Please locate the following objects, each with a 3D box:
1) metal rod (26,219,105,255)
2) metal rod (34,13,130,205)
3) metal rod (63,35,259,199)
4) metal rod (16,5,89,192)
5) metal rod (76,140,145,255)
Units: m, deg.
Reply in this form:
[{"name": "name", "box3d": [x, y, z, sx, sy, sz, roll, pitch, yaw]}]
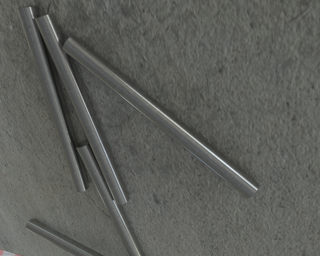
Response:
[{"name": "metal rod", "box3d": [-0.156, 0.249, 0.622, 0.301, 0.025, 0.025, 15, 125, 25]}, {"name": "metal rod", "box3d": [-0.104, -0.012, 0.452, 0.025, 0.025, 0.298, -4, 117, 30]}, {"name": "metal rod", "box3d": [0.001, -0.015, 0.395, 0.300, 0.025, 0.025, 39, 129, 1]}, {"name": "metal rod", "box3d": [-0.154, -0.026, 0.469, 0.025, 0.025, 0.298, 6, 121, 24]}, {"name": "metal rod", "box3d": [-0.072, 0.154, 0.537, 0.025, 0.025, 0.298, -6, 116, 31]}]
